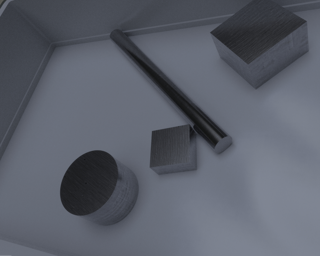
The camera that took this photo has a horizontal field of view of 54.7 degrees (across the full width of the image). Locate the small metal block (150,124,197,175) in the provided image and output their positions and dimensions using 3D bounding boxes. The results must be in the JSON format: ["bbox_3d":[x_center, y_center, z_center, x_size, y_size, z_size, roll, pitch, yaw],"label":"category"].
[{"bbox_3d":[0.017,0.027,0.379,0.050,0.025,0.050,-11,57,22],"label":"small metal block"}]

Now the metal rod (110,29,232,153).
[{"bbox_3d":[-0.002,-0.071,0.448,0.025,0.025,0.300,-40,51,1],"label":"metal rod"}]

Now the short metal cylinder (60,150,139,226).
[{"bbox_3d":[-0.074,0.074,0.381,0.080,0.050,0.080,-13,56,20],"label":"short metal cylinder"}]

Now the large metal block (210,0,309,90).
[{"bbox_3d":[0.124,-0.109,0.391,0.080,0.050,0.080,-37,51,3],"label":"large metal block"}]
